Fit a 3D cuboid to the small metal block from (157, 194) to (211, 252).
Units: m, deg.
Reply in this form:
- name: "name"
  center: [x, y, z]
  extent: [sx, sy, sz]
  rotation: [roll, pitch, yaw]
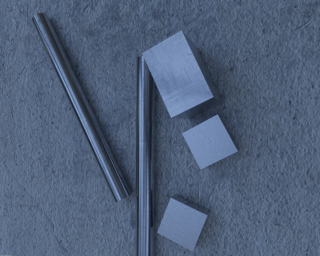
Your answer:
- name: "small metal block"
  center: [0.031, 0.120, 0.397]
  extent: [0.050, 0.025, 0.050]
  rotation: [23, 97, 18]

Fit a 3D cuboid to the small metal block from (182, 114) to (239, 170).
- name: "small metal block"
  center: [0.064, 0.017, 0.386]
  extent: [0.050, 0.025, 0.050]
  rotation: [-29, 81, 17]

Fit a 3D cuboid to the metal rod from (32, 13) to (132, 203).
- name: "metal rod"
  center: [-0.116, -0.035, 0.448]
  extent: [0.025, 0.025, 0.299]
  rotation: [-29, 81, 17]

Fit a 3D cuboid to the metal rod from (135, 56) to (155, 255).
- name: "metal rod"
  center: [-0.020, 0.056, 0.414]
  extent: [0.025, 0.025, 0.298]
  rotation: [0, 90, 19]

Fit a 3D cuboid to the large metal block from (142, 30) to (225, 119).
- name: "large metal block"
  center: [0.031, -0.058, 0.368]
  extent: [0.050, 0.080, 0.080]
  rotation: [-26, 82, 18]
